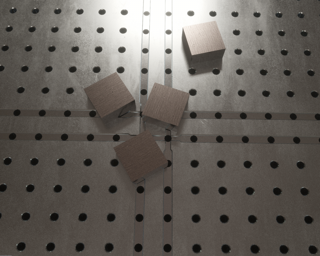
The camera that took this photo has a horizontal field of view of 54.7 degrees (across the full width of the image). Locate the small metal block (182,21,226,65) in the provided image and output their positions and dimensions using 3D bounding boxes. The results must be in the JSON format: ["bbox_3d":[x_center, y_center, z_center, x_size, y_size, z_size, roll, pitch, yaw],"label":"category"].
[{"bbox_3d":[0.064,-0.127,0.459,0.050,0.025,0.050,-12,71,-5],"label":"small metal block"}]

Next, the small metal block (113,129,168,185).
[{"bbox_3d":[-0.024,0.038,0.398,0.050,0.025,0.050,-28,73,-10],"label":"small metal block"}]

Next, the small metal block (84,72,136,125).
[{"bbox_3d":[-0.068,-0.041,0.426,0.050,0.025,0.050,-31,73,-11],"label":"small metal block"}]

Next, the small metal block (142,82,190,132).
[{"bbox_3d":[0.008,-0.028,0.422,0.050,0.025,0.050,19,71,6],"label":"small metal block"}]
